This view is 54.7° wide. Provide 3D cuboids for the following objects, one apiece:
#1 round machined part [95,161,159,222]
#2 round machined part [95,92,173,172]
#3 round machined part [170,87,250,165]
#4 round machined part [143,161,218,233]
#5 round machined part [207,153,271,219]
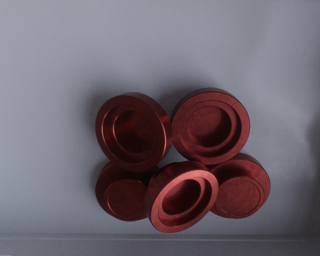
[{"bbox_3d":[-0.042,0.091,0.435,0.099,0.042,0.097,0,110,0],"label":"round machined part"},{"bbox_3d":[-0.029,0.003,0.390,0.098,0.042,0.097,8,110,24],"label":"round machined part"},{"bbox_3d":[0.062,-0.005,0.401,0.099,0.042,0.097,0,110,0],"label":"round machined part"},{"bbox_3d":[0.023,0.083,0.399,0.099,0.042,0.097,-15,123,-23],"label":"round machined part"},{"bbox_3d":[0.106,0.087,0.435,0.099,0.042,0.097,0,110,0],"label":"round machined part"}]
